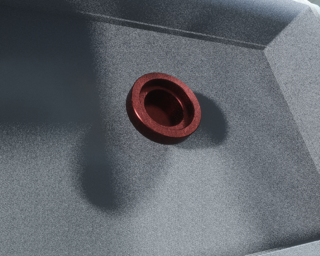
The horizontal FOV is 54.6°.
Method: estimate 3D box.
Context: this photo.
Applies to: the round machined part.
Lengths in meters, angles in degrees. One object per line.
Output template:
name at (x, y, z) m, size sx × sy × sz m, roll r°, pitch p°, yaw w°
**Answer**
round machined part at (0.001, -0.021, 0.408) m, size 0.099 × 0.042 × 0.098 m, roll 13°, pitch 56°, yaw -21°
